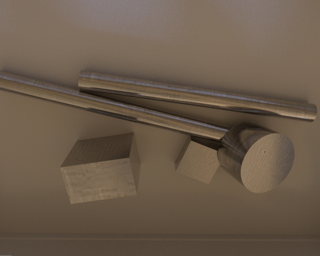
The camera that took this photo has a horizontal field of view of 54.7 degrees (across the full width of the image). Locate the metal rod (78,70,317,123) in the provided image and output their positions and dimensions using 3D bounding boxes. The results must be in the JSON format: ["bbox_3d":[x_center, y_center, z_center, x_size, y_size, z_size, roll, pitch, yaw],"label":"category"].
[{"bbox_3d":[0.050,-0.040,0.397,0.302,0.025,0.025,8,110,-4],"label":"metal rod"}]

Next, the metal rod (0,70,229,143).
[{"bbox_3d":[-0.059,-0.026,0.400,0.302,0.025,0.025,13,110,-6],"label":"metal rod"}]

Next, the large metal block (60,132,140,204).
[{"bbox_3d":[-0.071,0.049,0.399,0.080,0.080,0.050,-8,110,2],"label":"large metal block"}]

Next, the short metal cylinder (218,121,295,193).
[{"bbox_3d":[0.123,0.036,0.399,0.081,0.050,0.079,-8,111,-21],"label":"short metal cylinder"}]

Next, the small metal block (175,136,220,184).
[{"bbox_3d":[0.054,0.043,0.428,0.050,0.025,0.050,22,109,-8],"label":"small metal block"}]
